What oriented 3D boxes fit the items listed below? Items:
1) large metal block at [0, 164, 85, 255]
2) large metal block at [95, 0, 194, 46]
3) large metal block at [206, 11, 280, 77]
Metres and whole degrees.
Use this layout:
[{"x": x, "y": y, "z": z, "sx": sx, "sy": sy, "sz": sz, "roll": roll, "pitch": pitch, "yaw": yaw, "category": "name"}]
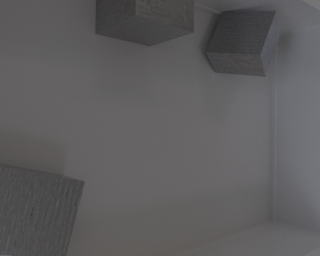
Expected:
[{"x": -0.126, "y": 0.079, "z": 0.285, "sx": 0.080, "sy": 0.050, "sz": 0.080, "roll": 20, "pitch": 77, "yaw": -38, "category": "large metal block"}, {"x": -0.018, "y": -0.133, "z": 0.355, "sx": 0.081, "sy": 0.080, "sz": 0.050, "roll": 1, "pitch": 90, "yaw": -40, "category": "large metal block"}, {"x": 0.127, "y": -0.128, "z": 0.469, "sx": 0.050, "sy": 0.080, "sz": 0.080, "roll": 49, "pitch": 59, "yaw": -52, "category": "large metal block"}]
